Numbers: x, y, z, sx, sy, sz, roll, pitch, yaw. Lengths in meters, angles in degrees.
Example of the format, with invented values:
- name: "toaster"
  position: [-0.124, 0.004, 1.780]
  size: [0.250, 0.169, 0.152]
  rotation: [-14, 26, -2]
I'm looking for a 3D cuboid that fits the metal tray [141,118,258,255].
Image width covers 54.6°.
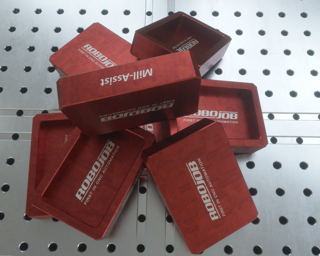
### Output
- name: "metal tray"
  position: [0.047, 0.065, 0.350]
  size: [0.090, 0.030, 0.130]
  rotation: [-28, 106, -9]

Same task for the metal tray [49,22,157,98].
- name: "metal tray"
  position: [-0.078, -0.084, 0.421]
  size: [0.090, 0.030, 0.130]
  rotation: [-43, 60, -14]

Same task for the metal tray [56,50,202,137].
- name: "metal tray"
  position: [-0.026, -0.031, 0.320]
  size: [0.131, 0.090, 0.030]
  rotation: [-13, 71, 0]

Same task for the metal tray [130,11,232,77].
- name: "metal tray"
  position: [0.033, -0.111, 0.414]
  size: [0.090, 0.030, 0.131]
  rotation: [32, 40, 11]

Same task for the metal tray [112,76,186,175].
- name: "metal tray"
  position: [-0.018, -0.005, 0.411]
  size: [0.091, 0.030, 0.130]
  rotation: [-4, 68, -3]

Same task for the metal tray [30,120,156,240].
- name: "metal tray"
  position: [-0.072, 0.049, 0.358]
  size: [0.090, 0.030, 0.130]
  rotation: [25, 72, 9]

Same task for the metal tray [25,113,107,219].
- name: "metal tray"
  position: [-0.114, 0.045, 0.393]
  size: [0.091, 0.030, 0.130]
  rotation: [-4, 69, -2]

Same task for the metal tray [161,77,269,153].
- name: "metal tray"
  position: [0.067, -0.015, 0.396]
  size: [0.131, 0.030, 0.090]
  rotation: [2, 69, -18]
